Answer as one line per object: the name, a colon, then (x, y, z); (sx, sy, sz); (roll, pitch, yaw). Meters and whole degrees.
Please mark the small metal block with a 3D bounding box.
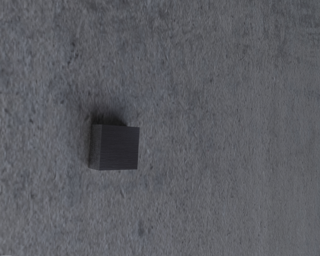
small metal block: (-0.053, 0.022, 0.360); (0.050, 0.025, 0.050); (5, 87, -40)
